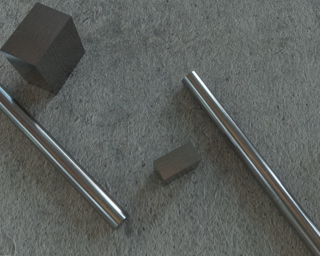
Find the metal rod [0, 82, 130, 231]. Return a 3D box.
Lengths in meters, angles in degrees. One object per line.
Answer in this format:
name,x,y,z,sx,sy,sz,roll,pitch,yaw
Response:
metal rod,-0.153,0.014,0.400,0.300,0.025,0.025,42,75,13

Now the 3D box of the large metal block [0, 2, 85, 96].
large metal block,-0.151,-0.103,0.415,0.050,0.080,0.080,24,72,8

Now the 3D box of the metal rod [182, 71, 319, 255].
metal rod,0.122,0.047,0.392,0.025,0.025,0.299,-31,73,-11

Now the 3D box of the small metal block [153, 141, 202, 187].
small metal block,0.020,0.045,0.379,0.050,0.050,0.025,-28,73,-10
